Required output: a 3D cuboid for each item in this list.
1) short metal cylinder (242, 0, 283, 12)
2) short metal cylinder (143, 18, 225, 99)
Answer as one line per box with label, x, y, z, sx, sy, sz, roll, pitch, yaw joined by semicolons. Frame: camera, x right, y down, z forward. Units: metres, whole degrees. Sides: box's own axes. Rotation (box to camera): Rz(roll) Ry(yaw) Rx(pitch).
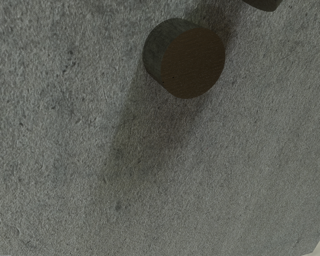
short metal cylinder;0.104;-0.168;0.324;0.080;0.080;0.050;27;103;-38
short metal cylinder;0.027;-0.080;0.355;0.081;0.050;0.079;-14;124;-21
